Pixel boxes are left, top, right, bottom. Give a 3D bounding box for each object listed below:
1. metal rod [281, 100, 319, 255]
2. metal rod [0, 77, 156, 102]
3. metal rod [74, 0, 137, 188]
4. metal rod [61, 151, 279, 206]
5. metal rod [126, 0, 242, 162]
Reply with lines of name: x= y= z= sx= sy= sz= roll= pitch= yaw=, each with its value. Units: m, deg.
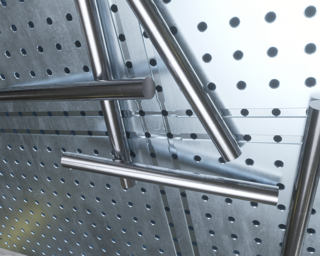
metal rod: x=0.173 y=0.106 z=0.385 sx=0.025 sy=0.025 sz=0.298 roll=9 pitch=123 yaw=23
metal rod: x=-0.135 y=-0.049 z=0.426 sx=0.300 sy=0.025 sz=0.025 roll=3 pitch=120 yaw=35
metal rod: x=-0.070 y=-0.043 z=0.419 sx=0.025 sy=0.025 sz=0.298 roll=5 pitch=121 yaw=25
metal rod: x=0.002 y=0.066 z=0.426 sx=0.301 sy=0.025 sz=0.025 roll=7 pitch=122 yaw=15
metal rod: x=0.011 y=-0.088 z=0.350 sx=0.025 sy=0.025 sz=0.299 roll=-23 pitch=106 yaw=36
